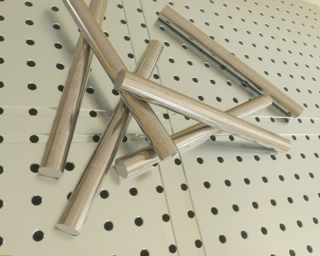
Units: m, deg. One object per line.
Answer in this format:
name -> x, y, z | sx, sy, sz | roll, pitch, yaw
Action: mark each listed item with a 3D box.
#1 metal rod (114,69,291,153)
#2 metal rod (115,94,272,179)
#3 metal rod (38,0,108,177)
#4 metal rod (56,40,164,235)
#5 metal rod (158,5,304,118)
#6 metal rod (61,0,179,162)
metal rod -> 0.077, -0.012, 0.419 | 0.302, 0.025, 0.025 | 19, 54, -32
metal rod -> 0.069, 0.000, 0.444 | 0.302, 0.025, 0.025 | -22, 74, -36
metal rod -> -0.102, -0.080, 0.401 | 0.025, 0.025, 0.300 | 17, 55, -18
metal rod -> -0.048, -0.014, 0.390 | 0.025, 0.025, 0.300 | 28, 52, -11
metal rod -> 0.126, -0.114, 0.544 | 0.301, 0.025, 0.025 | 35, 51, -5
metal rod -> -0.066, -0.090, 0.393 | 0.025, 0.025, 0.299 | -23, 74, -36
